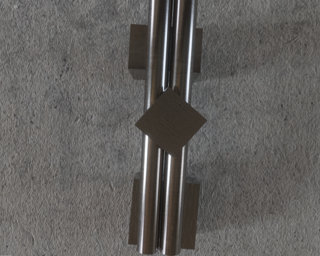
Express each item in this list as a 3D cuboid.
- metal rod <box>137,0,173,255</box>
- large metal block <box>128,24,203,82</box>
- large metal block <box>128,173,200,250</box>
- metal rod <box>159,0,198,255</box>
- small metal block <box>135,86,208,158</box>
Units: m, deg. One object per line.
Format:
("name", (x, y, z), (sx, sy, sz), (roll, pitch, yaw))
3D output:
("metal rod", (-0.006, -0.008, 0.338), (0.025, 0.025, 0.298), (3, 97, 0))
("large metal block", (0.006, -0.089, 0.384), (0.080, 0.080, 0.050), (3, 90, 0))
("large metal block", (0.005, 0.104, 0.398), (0.080, 0.050, 0.080), (5, 90, 0))
("metal rod", (0.020, -0.007, 0.338), (0.025, 0.025, 0.298), (3, 97, 0))
("small metal block", (0.011, -0.007, 0.314), (0.050, 0.025, 0.050), (41, 95, -6))
